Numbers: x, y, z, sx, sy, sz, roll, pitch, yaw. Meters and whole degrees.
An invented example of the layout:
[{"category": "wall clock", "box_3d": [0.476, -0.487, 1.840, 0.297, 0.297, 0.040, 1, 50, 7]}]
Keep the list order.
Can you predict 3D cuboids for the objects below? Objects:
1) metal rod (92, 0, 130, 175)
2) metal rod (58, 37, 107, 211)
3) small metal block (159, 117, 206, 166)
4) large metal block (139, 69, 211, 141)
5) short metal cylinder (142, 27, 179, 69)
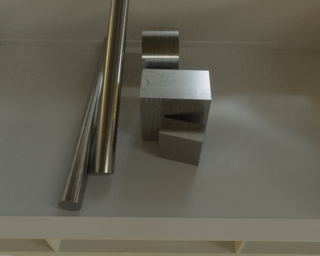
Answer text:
[{"category": "metal rod", "box_3d": [-0.059, -0.091, 0.402, 0.025, 0.025, 0.299, 3, 75, 2]}, {"category": "metal rod", "box_3d": [-0.090, -0.031, 0.429, 0.025, 0.025, 0.300, 2, 50, 1]}, {"category": "small metal block", "box_3d": [0.026, 0.017, 0.375, 0.050, 0.050, 0.025, 12, 51, 9]}, {"category": "large metal block", "box_3d": [0.018, -0.027, 0.392, 0.081, 0.080, 0.050, 2, 50, 1]}, {"category": "short metal cylinder", "box_3d": [0.000, -0.108, 0.460, 0.050, 0.080, 0.080, 0, 50, 0]}]
